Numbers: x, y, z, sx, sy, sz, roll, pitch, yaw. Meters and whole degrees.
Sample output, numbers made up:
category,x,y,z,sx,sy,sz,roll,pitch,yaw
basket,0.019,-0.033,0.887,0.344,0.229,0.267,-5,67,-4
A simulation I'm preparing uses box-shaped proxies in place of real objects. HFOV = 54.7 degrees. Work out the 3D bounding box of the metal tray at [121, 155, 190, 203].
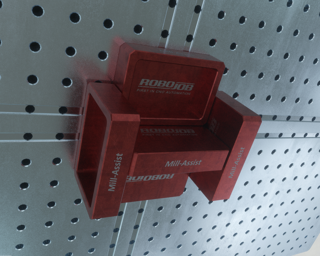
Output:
category,x,y,z,sx,sy,sz,roll,pitch,yaw
metal tray,-0.019,0.057,0.433,0.131,0.030,0.089,0,118,-29

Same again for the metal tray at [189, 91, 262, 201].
category,x,y,z,sx,sy,sz,roll,pitch,yaw
metal tray,0.078,0.023,0.427,0.030,0.090,0.129,1,118,-29

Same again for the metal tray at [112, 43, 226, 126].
category,x,y,z,sx,sy,sz,roll,pitch,yaw
metal tray,0.010,-0.049,0.384,0.131,0.030,0.089,0,118,-29

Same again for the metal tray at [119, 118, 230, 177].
category,x,y,z,sx,sy,sz,roll,pitch,yaw
metal tray,0.008,0.018,0.384,0.131,0.090,0.030,1,118,-29

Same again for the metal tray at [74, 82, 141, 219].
category,x,y,z,sx,sy,sz,roll,pitch,yaw
metal tray,-0.065,0.024,0.349,0.030,0.090,0.129,1,118,-29
